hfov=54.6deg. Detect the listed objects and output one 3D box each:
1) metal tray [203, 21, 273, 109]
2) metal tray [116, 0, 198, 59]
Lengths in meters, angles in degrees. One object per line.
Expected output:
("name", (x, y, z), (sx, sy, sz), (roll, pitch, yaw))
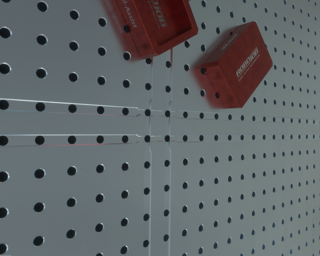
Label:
("metal tray", (0.134, -0.105, 0.517), (0.130, 0.030, 0.090), (-49, 119, -29))
("metal tray", (-0.009, -0.166, 0.396), (0.091, 0.030, 0.130), (-37, 113, -34))
